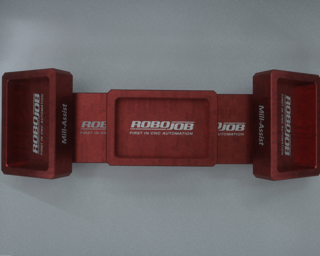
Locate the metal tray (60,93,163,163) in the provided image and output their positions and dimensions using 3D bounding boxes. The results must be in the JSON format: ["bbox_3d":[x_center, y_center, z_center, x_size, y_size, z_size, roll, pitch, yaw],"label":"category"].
[{"bbox_3d":[-0.062,0.000,0.408,0.131,0.030,0.089,0,90,0],"label":"metal tray"}]

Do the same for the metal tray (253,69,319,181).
[{"bbox_3d":[0.160,-0.003,0.389,0.091,0.030,0.129,0,90,-28],"label":"metal tray"}]

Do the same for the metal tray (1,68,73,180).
[{"bbox_3d":[-0.155,-0.005,0.388,0.090,0.030,0.129,1,90,25],"label":"metal tray"}]

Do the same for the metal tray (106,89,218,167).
[{"bbox_3d":[0.003,0.000,0.377,0.131,0.030,0.089,1,89,0],"label":"metal tray"}]

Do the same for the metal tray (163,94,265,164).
[{"bbox_3d":[0.069,0.001,0.408,0.131,0.030,0.089,0,90,0],"label":"metal tray"}]
